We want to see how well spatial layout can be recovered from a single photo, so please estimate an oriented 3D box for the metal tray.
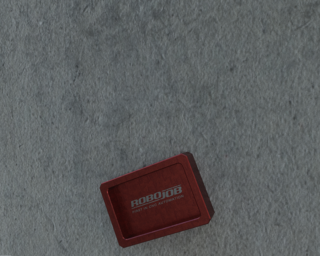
[{"bbox_3d":[-0.006,0.094,0.407,0.130,0.030,0.090,-22,83,18],"label":"metal tray"}]
